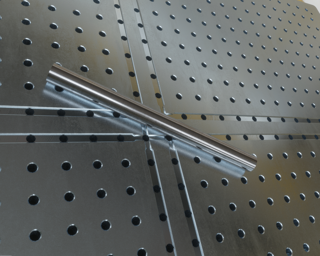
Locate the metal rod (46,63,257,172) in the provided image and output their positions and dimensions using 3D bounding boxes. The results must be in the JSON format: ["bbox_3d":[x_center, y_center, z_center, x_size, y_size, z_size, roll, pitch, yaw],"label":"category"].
[{"bbox_3d":[0.000,-0.008,0.415,0.302,0.025,0.025,24,53,-14],"label":"metal rod"}]
